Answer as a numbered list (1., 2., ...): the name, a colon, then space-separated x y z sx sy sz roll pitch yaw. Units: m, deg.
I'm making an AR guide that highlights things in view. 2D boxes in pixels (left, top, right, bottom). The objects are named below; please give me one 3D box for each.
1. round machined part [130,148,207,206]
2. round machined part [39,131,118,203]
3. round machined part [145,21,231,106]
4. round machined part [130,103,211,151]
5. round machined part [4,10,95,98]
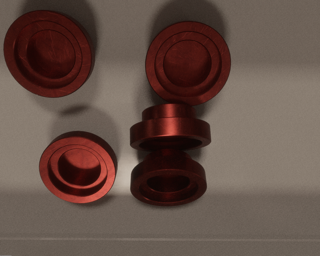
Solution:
1. round machined part: 0.011 0.063 0.411 0.099 0.042 0.097 -1 140 -1
2. round machined part: -0.106 0.049 0.419 0.099 0.042 0.097 0 110 -1
3. round machined part: 0.032 -0.079 0.374 0.099 0.042 0.097 0 110 -1
4. round machined part: 0.012 0.000 0.383 0.099 0.098 0.042 -2 75 0
5. round machined part: -0.126 -0.088 0.368 0.099 0.042 0.097 0 110 -1
